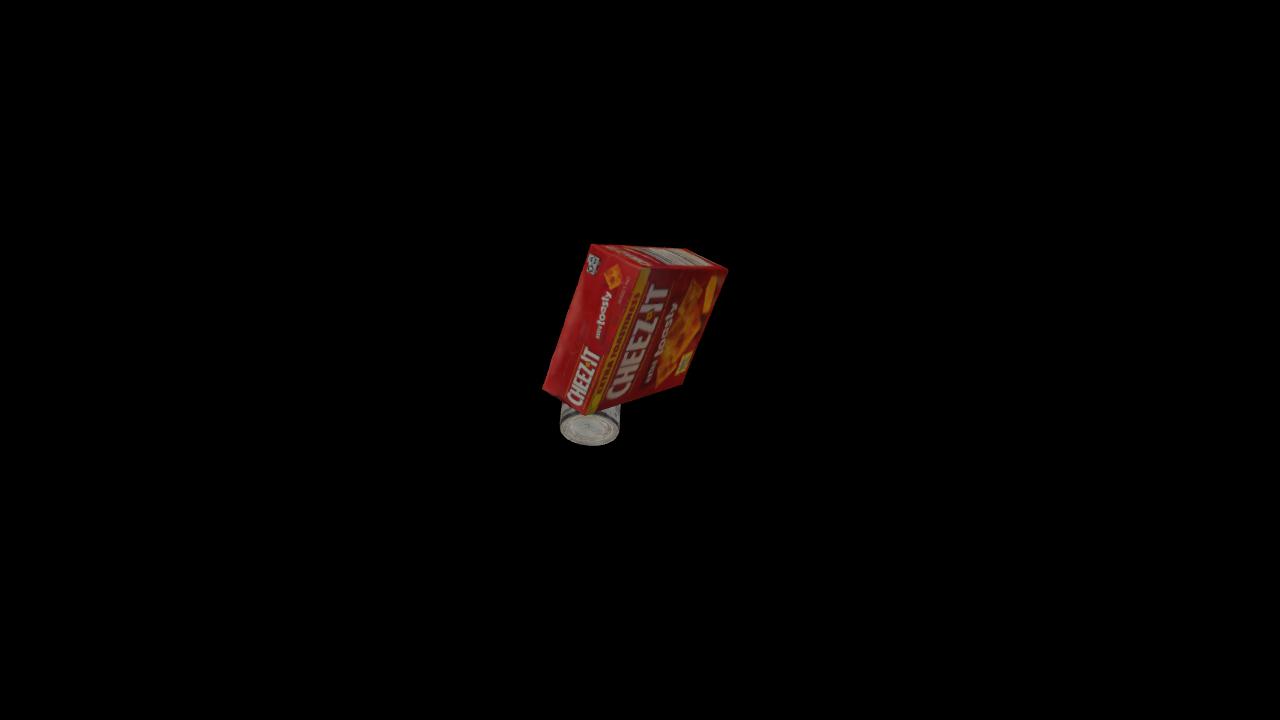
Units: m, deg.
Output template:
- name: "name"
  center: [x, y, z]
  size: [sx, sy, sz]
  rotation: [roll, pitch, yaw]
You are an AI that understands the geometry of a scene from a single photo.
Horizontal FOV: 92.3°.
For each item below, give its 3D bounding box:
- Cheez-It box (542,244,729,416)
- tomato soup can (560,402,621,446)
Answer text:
- name: "Cheez-It box"
  center: [0.003, -0.041, 0.692]
  size: [0.071, 0.166, 0.223]
  rotation: [29, 20, 24]
- name: "tomato soup can"
  center: [-0.054, 0.038, 0.697]
  size: [0.068, 0.101, 0.068]
  rotation: [1, -38, 1]
